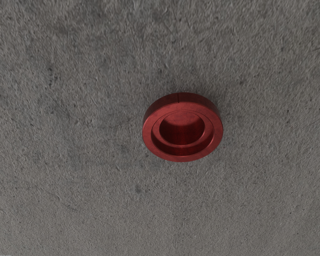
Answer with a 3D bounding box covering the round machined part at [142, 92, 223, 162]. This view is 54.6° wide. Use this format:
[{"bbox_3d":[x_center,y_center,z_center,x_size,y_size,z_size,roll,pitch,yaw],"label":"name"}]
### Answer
[{"bbox_3d":[0.028,-0.005,0.391,0.099,0.042,0.097,0,130,0],"label":"round machined part"}]
